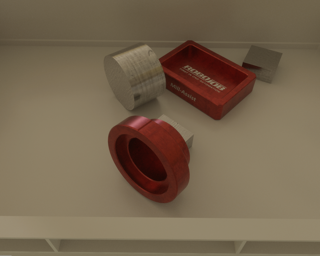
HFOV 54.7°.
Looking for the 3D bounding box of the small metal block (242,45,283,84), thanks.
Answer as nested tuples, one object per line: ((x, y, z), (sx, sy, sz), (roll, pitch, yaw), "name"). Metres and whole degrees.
((0.161, -0.102, 0.493), (0.050, 0.025, 0.050), (21, 53, 16), "small metal block")

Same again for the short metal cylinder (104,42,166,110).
((-0.036, -0.071, 0.429), (0.050, 0.080, 0.080), (-29, 56, -22), "short metal cylinder")

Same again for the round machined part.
((-0.007, 0.029, 0.334), (0.098, 0.097, 0.042), (34, 50, 24), "round machined part")

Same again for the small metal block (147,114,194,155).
((0.006, 0.017, 0.391), (0.050, 0.025, 0.050), (35, 56, 25), "small metal block")

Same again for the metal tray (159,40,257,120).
((0.064, -0.077, 0.467), (0.130, 0.030, 0.090), (36, 58, 26), "metal tray")
